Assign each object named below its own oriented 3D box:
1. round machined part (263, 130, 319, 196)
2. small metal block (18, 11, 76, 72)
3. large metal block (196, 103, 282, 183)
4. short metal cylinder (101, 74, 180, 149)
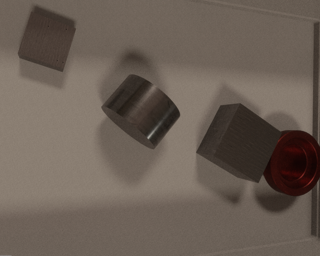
[{"bbox_3d":[0.196,0.052,0.476,0.099,0.042,0.097,0,90,-21],"label":"round machined part"},{"bbox_3d":[-0.131,-0.099,0.362,0.050,0.025,0.050,17,84,-20],"label":"small metal block"},{"bbox_3d":[0.112,0.021,0.440,0.080,0.050,0.080,32,80,-18],"label":"large metal block"},{"bbox_3d":[-0.023,-0.019,0.374,0.080,0.080,0.050,42,77,-16],"label":"short metal cylinder"}]
